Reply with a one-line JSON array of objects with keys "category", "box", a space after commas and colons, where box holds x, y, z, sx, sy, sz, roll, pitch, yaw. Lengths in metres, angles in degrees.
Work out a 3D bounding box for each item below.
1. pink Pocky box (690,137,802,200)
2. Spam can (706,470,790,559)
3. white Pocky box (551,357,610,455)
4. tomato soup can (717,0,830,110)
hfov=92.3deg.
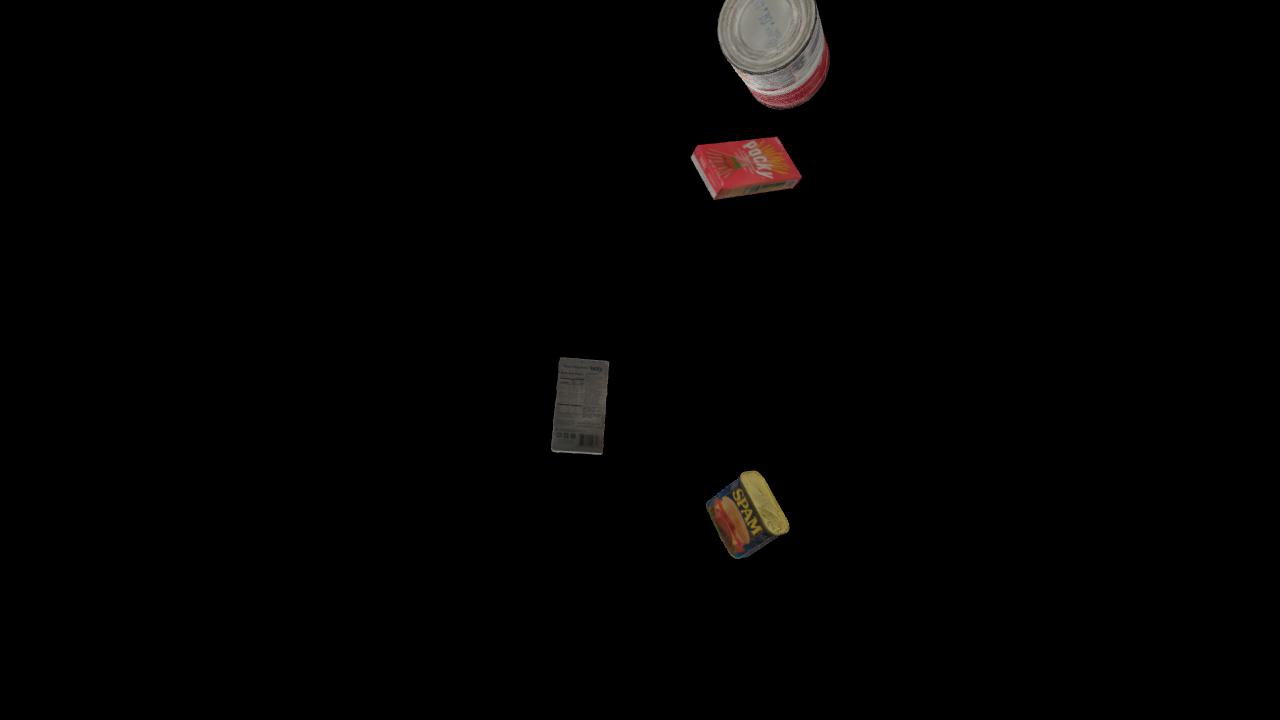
[{"category": "pink Pocky box", "box": [0.160, -0.288, 0.919, 0.155, 0.084, 0.029, -15, -20, -25]}, {"category": "Spam can", "box": [0.156, 0.229, 0.906, 0.058, 0.101, 0.085, 5, -41, -44]}, {"category": "white Pocky box", "box": [-0.096, 0.074, 0.998, 0.084, 0.154, 0.028, 5, -17, -6]}, {"category": "tomato soup can", "box": [0.099, -0.229, 0.449, 0.068, 0.068, 0.101, 0, 9, 22]}]
